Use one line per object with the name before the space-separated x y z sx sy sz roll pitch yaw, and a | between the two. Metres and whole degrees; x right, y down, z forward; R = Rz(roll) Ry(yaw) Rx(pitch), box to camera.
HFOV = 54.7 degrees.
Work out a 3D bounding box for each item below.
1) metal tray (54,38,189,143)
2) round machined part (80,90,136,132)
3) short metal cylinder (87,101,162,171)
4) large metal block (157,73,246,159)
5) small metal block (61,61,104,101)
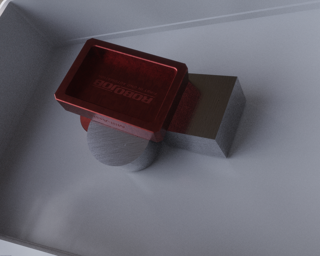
metal tray | -0.043 -0.047 0.360 0.130 0.030 0.090 19 70 14
round machined part | -0.076 -0.034 0.452 0.098 0.042 0.098 -13 56 20
short metal cylinder | -0.043 0.012 0.386 0.080 0.050 0.080 -4 74 15
large metal block | 0.048 -0.017 0.370 0.080 0.050 0.080 10 67 32
small metal block | -0.096 -0.055 0.416 0.025 0.050 0.050 13 68 33
